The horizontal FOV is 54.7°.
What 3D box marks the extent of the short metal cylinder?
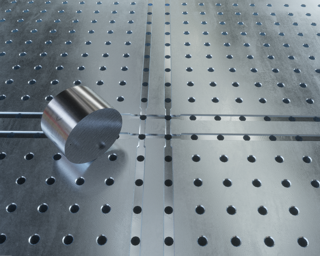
[{"bbox_3d":[-0.093,-0.004,0.374,0.080,0.080,0.050,-36,59,-26],"label":"short metal cylinder"}]
